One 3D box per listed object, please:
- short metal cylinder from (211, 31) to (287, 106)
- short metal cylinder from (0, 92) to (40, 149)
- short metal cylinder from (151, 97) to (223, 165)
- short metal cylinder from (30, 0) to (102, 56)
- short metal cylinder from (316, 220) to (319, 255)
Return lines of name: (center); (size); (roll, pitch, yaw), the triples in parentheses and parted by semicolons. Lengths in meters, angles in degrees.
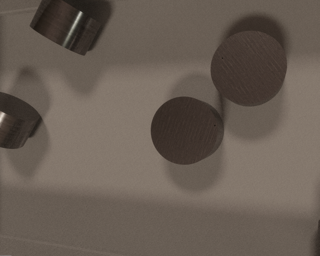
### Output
short metal cylinder: (0.104, -0.066, 0.361); (0.080, 0.050, 0.079); (0, 90, 19)
short metal cylinder: (-0.230, -0.013, 0.460); (0.080, 0.080, 0.050); (36, 102, 16)
short metal cylinder: (0.035, 0.003, 0.384); (0.080, 0.050, 0.079); (0, 90, 19)
short metal cylinder: (-0.128, -0.142, 0.425); (0.080, 0.080, 0.050); (34, 101, 16)
short metal cylinder: (0.202, 0.127, 0.310); (0.080, 0.080, 0.050); (4, 92, 19)
